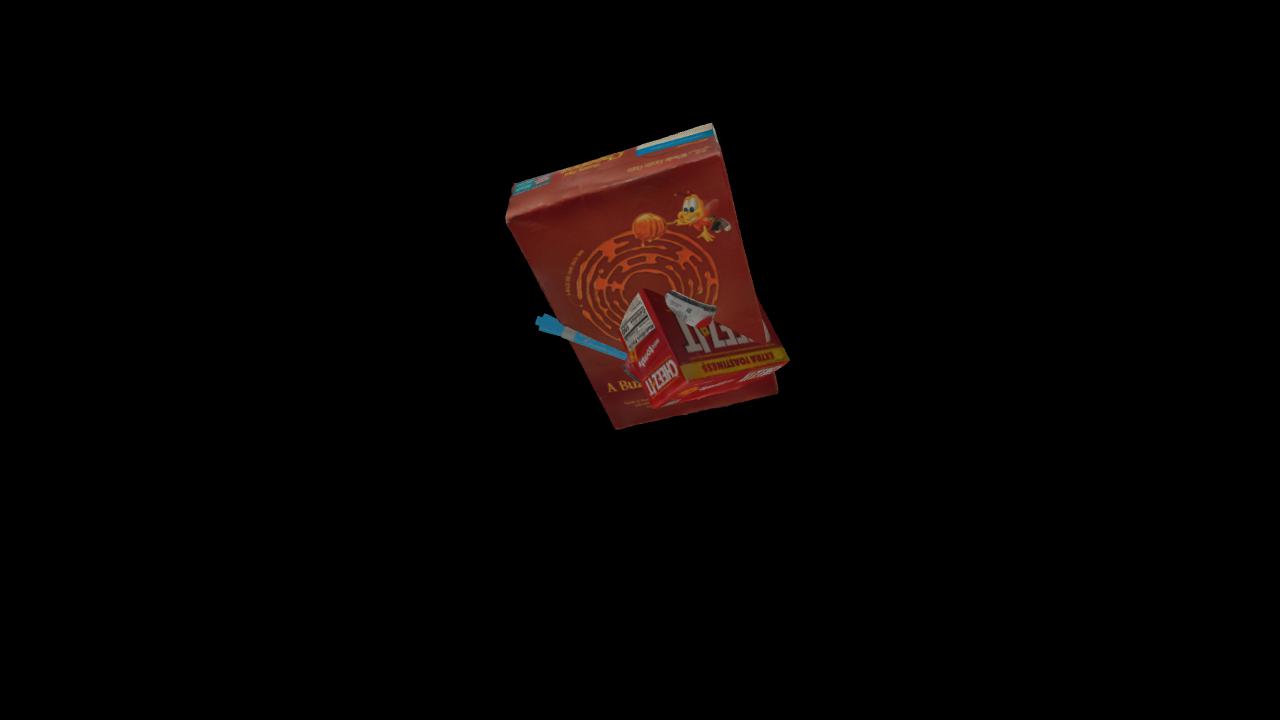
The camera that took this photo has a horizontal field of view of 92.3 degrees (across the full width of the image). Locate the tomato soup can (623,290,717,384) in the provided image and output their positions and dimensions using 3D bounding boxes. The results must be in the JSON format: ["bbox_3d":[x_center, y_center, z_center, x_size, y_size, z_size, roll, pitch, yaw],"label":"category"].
[{"bbox_3d":[0.031,-0.025,0.636,0.068,0.101,0.068,21,18,-7],"label":"tomato soup can"}]

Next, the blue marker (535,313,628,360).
[{"bbox_3d":[-0.052,-0.022,0.646,0.121,0.020,0.020,20,-6,-17],"label":"blue marker"}]

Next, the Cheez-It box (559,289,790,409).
[{"bbox_3d":[0.045,-0.070,0.667,0.166,0.223,0.071,-10,-22,-39],"label":"Cheez-It box"}]

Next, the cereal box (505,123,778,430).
[{"bbox_3d":[0.018,-0.068,0.648,0.203,0.306,0.081,-14,39,12],"label":"cereal box"}]
